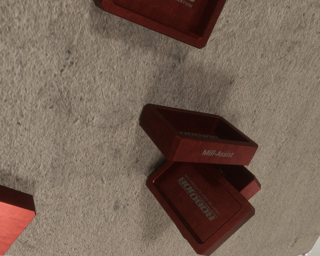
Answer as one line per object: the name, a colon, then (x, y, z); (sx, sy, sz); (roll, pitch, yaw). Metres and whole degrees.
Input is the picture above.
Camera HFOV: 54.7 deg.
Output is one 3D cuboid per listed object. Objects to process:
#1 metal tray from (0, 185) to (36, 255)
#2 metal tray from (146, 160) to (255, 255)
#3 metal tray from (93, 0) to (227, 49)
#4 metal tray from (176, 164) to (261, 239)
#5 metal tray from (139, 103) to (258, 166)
metal tray: (-0.221, 0.123, 0.359); (0.090, 0.030, 0.130); (34, 99, -39)
metal tray: (0.051, 0.093, 0.424); (0.090, 0.130, 0.030); (-43, 145, 1)
metal tray: (0.008, -0.145, 0.319); (0.131, 0.030, 0.089); (11, 113, -34)
metal tray: (0.072, 0.098, 0.466); (0.130, 0.090, 0.030); (-41, 130, 0)
metal tray: (0.050, 0.009, 0.398); (0.131, 0.090, 0.030); (7, 115, -32)
